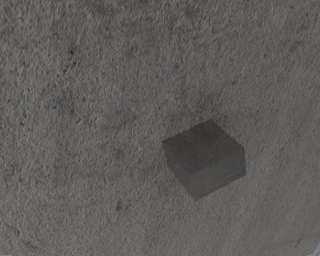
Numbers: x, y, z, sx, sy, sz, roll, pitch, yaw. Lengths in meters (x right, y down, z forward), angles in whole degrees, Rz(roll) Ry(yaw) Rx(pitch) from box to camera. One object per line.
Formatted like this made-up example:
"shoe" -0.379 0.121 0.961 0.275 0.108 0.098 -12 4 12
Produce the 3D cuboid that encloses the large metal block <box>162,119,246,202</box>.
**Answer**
"large metal block" 0.060 0.041 0.429 0.080 0.080 0.050 -24 127 -13
